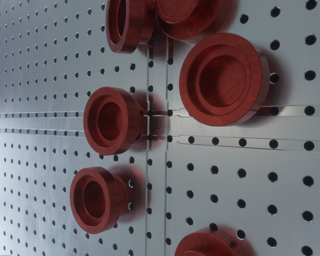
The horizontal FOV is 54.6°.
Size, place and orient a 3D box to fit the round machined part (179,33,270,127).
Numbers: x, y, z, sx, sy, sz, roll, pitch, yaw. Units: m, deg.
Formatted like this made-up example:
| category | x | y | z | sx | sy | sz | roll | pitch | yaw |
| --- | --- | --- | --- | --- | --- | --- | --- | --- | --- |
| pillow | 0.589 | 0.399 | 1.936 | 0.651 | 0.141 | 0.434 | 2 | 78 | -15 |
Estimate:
| category | x | y | z | sx | sy | sz | roll | pitch | yaw |
| --- | --- | --- | --- | --- | --- | --- | --- | --- | --- |
| round machined part | 0.073 | -0.050 | 0.339 | 0.098 | 0.042 | 0.097 | 0 | 90 | 40 |

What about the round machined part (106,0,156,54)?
| category | x | y | z | sx | sy | sz | roll | pitch | yaw |
| --- | --- | --- | --- | --- | --- | --- | --- | --- | --- |
| round machined part | -0.038 | -0.149 | 0.416 | 0.098 | 0.042 | 0.097 | 9 | 100 | 63 |

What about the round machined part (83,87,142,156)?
| category | x | y | z | sx | sy | sz | roll | pitch | yaw |
| --- | --- | --- | --- | --- | --- | --- | --- | --- | --- |
| round machined part | -0.065 | -0.010 | 0.454 | 0.098 | 0.042 | 0.097 | 0 | 90 | 40 |

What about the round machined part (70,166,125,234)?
| category | x | y | z | sx | sy | sz | roll | pitch | yaw |
| --- | --- | --- | --- | --- | --- | --- | --- | --- | --- |
| round machined part | -0.092 | 0.108 | 0.476 | 0.098 | 0.042 | 0.097 | 0 | 90 | 40 |

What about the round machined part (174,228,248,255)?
| category | x | y | z | sx | sy | sz | roll | pitch | yaw |
| --- | --- | --- | --- | --- | --- | --- | --- | --- | --- |
| round machined part | 0.054 | 0.170 | 0.355 | 0.098 | 0.042 | 0.097 | 0 | 90 | 40 |

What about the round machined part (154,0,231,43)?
| category | x | y | z | sx | sy | sz | roll | pitch | yaw |
| --- | --- | --- | --- | --- | --- | --- | --- | --- | --- |
| round machined part | 0.032 | -0.155 | 0.373 | 0.098 | 0.042 | 0.097 | 0 | 90 | 40 |
